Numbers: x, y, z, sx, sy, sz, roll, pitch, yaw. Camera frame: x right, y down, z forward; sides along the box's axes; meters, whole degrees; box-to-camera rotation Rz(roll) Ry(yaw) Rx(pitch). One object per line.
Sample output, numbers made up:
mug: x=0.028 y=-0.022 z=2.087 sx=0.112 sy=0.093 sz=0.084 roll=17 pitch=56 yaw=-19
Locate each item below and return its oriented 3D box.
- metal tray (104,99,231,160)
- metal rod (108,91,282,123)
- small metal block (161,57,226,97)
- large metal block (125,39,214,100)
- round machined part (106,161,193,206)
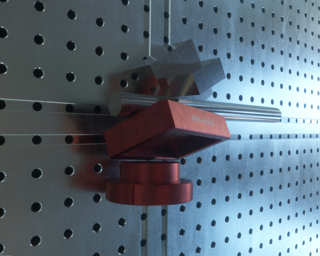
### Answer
metal tray: x=0.013 y=0.009 z=0.360 sx=0.131 sy=0.090 sz=0.030 roll=10 pitch=60 yaw=-52
metal rod: x=0.071 y=-0.022 z=0.405 sx=0.302 sy=0.025 sz=0.025 roll=1 pitch=90 yaw=-40
small metal block: x=0.039 y=-0.059 z=0.363 sx=0.050 sy=0.050 sz=0.025 roll=-34 pitch=112 yaw=-35
large metal block: x=0.015 y=-0.060 z=0.407 sx=0.080 sy=0.050 sz=0.080 roll=-40 pitch=115 yaw=-33
round machined part: x=-0.012 y=0.059 z=0.354 sx=0.099 sy=0.098 sz=0.042 roll=4 pitch=84 yaw=-40
